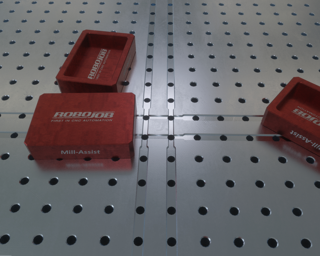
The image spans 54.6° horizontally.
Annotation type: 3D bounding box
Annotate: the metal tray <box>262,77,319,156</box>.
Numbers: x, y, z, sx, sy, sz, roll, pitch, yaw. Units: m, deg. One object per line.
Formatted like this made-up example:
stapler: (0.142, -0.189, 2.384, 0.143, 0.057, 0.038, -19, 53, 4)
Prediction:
metal tray: (0.217, -0.009, 0.413, 0.130, 0.030, 0.090, 33, 57, 25)

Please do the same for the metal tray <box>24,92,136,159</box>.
metal tray: (-0.098, -0.005, 0.408, 0.131, 0.030, 0.090, -1, 50, -1)

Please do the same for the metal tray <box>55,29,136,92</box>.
metal tray: (-0.096, -0.104, 0.491, 0.090, 0.030, 0.130, 7, 50, 6)
